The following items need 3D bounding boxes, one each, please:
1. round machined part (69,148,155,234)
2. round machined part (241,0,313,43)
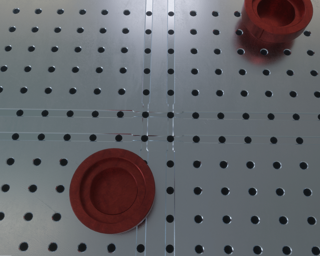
[{"bbox_3d":[-0.054,0.077,0.375,0.099,0.042,0.098,0,70,0],"label":"round machined part"},{"bbox_3d":[0.171,-0.168,0.465,0.099,0.042,0.098,0,70,0],"label":"round machined part"}]
